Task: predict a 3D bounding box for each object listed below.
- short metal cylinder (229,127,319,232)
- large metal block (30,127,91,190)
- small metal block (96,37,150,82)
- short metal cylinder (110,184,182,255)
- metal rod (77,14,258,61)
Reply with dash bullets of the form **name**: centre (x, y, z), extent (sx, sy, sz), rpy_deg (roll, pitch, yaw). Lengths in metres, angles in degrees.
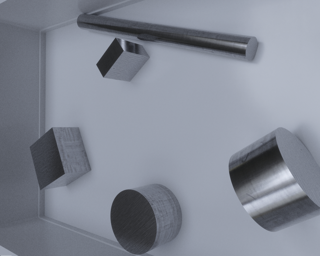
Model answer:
- **short metal cylinder**: centre (0.109, 0.046, 0.281), extent (0.050, 0.081, 0.080), rpy_deg (-38, 67, 33)
- **large metal block**: centre (-0.171, 0.052, 0.529), extent (0.080, 0.050, 0.080), rpy_deg (-32, 70, 35)
- **small metal block**: centre (-0.051, -0.093, 0.431), extent (0.050, 0.050, 0.025), rpy_deg (-45, 63, 30)
- **short metal cylinder**: centre (-0.019, 0.116, 0.404), extent (0.080, 0.050, 0.079), rpy_deg (0, 90, 39)
- **metal rod**: centre (-0.014, -0.129, 0.416), extent (0.300, 0.025, 0.025), rpy_deg (22, 104, 37)
